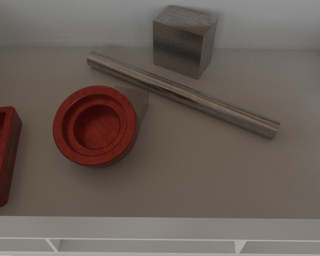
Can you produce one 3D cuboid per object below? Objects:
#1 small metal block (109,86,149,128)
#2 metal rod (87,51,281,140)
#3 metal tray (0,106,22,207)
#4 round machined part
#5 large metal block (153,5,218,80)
[{"bbox_3d":[-0.046,-0.029,0.429,0.050,0.025,0.050,10,51,8],"label":"small metal block"},{"bbox_3d":[0.022,-0.054,0.450,0.301,0.025,0.025,24,54,18],"label":"metal rod"},{"bbox_3d":[-0.225,0.034,0.370,0.091,0.030,0.130,-6,50,-6],"label":"metal tray"},{"bbox_3d":[-0.074,0.001,0.377,0.099,0.042,0.098,-1,73,4],"label":"round machined part"},{"bbox_3d":[0.037,-0.132,0.481,0.080,0.080,0.050,23,54,18],"label":"large metal block"}]
